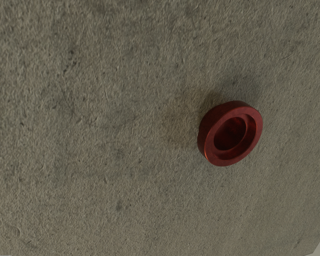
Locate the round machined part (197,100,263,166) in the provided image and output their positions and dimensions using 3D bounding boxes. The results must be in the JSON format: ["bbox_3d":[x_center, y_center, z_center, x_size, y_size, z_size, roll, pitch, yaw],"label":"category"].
[{"bbox_3d":[0.096,0.004,0.450,0.099,0.042,0.097,-14,124,-21],"label":"round machined part"}]
